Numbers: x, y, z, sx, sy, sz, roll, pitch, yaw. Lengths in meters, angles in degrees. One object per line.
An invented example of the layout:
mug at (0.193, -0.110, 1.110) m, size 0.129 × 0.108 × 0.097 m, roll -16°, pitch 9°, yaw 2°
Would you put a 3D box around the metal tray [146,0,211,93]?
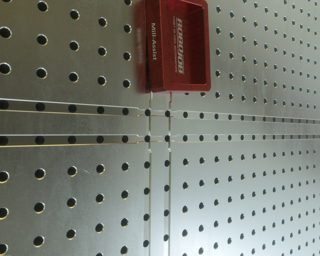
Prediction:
metal tray at (0.027, -0.114, 0.427) m, size 0.091 × 0.030 × 0.129 m, roll -5°, pitch 93°, yaw -40°
